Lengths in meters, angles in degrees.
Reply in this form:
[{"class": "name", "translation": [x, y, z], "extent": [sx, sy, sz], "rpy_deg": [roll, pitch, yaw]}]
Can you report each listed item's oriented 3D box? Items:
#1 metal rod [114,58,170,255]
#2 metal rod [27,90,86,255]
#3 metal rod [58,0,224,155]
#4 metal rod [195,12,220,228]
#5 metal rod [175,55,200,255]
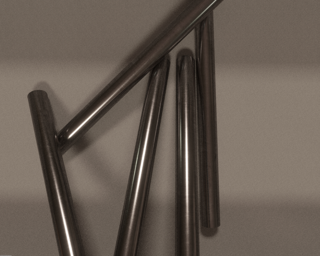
[{"class": "metal rod", "translation": [-0.021, 0.047, 0.352], "extent": [0.025, 0.025, 0.299], "rpy_deg": [10, 66, 0]}, {"class": "metal rod", "translation": [-0.111, 0.080, 0.344], "extent": [0.025, 0.025, 0.299], "rpy_deg": [-23, 63, 0]}, {"class": "metal rod", "translation": [-0.032, -0.071, 0.392], "extent": [0.300, 0.025, 0.025], "rpy_deg": [-43, 91, 7]}, {"class": "metal rod", "translation": [0.063, -0.020, 0.412], "extent": [0.025, 0.025, 0.298], "rpy_deg": [-2, 90, -1]}, {"class": "metal rod", "translation": [0.030, 0.047, 0.352], "extent": [0.025, 0.025, 0.299], "rpy_deg": [2, 66, 0]}]
